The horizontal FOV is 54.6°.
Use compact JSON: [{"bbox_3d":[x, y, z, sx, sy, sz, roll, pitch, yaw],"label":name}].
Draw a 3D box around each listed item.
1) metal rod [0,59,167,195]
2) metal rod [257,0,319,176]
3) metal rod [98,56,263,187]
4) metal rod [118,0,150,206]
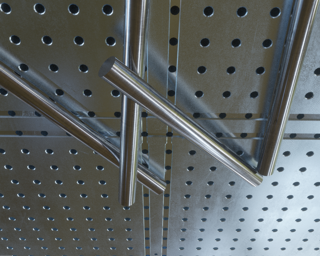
[{"bbox_3d":[-0.099,0.009,0.418,0.025,0.025,0.301,-34,123,25],"label":"metal rod"},{"bbox_3d":[0.150,-0.051,0.369,0.025,0.025,0.298,-2,130,2],"label":"metal rod"},{"bbox_3d":[0.048,0.009,0.392,0.025,0.025,0.301,-35,130,26],"label":"metal rod"},{"bbox_3d":[-0.035,-0.016,0.377,0.025,0.025,0.298,4,124,-4],"label":"metal rod"}]
